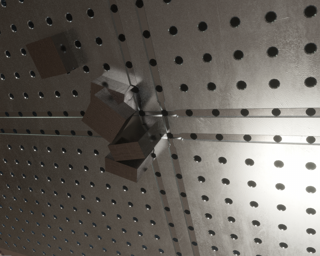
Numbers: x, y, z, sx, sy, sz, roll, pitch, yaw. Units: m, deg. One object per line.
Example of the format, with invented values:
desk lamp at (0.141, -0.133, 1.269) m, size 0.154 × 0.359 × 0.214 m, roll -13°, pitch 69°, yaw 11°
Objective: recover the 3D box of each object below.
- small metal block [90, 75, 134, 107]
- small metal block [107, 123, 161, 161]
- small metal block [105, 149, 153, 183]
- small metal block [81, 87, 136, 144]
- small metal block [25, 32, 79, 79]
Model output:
small metal block at (-0.066, -0.037, 0.421) m, size 0.050 × 0.025 × 0.050 m, roll 21°, pitch 126°, yaw 15°
small metal block at (-0.034, 0.019, 0.423) m, size 0.050 × 0.050 × 0.025 m, roll -9°, pitch 114°, yaw 31°
small metal block at (-0.044, 0.046, 0.445) m, size 0.050 × 0.050 × 0.025 m, roll 17°, pitch 125°, yaw 18°
small metal block at (-0.067, -0.016, 0.403) m, size 0.050 × 0.025 × 0.050 m, roll 38°, pitch 129°, yaw 1°
small metal block at (-0.148, -0.099, 0.426) m, size 0.050 × 0.025 × 0.050 m, roll -6°, pitch 116°, yaw 30°
